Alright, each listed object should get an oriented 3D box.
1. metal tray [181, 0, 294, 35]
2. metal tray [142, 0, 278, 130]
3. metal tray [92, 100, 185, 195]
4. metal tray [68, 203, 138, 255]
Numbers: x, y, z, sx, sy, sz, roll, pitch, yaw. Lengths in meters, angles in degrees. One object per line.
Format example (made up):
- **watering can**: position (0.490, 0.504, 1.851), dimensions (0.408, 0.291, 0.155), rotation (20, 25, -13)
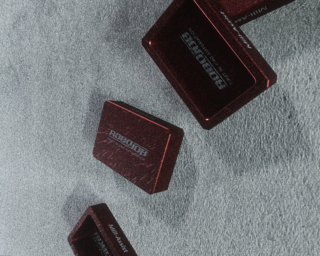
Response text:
- **metal tray**: position (0.083, -0.160, 0.333), dimensions (0.130, 0.030, 0.090), rotation (-16, 80, 38)
- **metal tray**: position (0.048, -0.074, 0.334), dimensions (0.090, 0.030, 0.130), rotation (-41, 81, 38)
- **metal tray**: position (-0.035, 0.022, 0.431), dimensions (0.130, 0.030, 0.089), rotation (26, 106, 37)
- **metal tray**: position (-0.085, 0.193, 0.471), dimensions (0.130, 0.030, 0.090), rotation (50, 119, 28)
